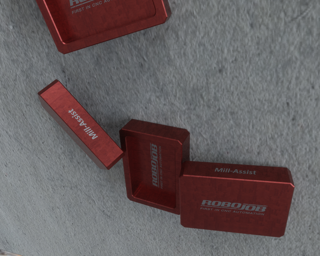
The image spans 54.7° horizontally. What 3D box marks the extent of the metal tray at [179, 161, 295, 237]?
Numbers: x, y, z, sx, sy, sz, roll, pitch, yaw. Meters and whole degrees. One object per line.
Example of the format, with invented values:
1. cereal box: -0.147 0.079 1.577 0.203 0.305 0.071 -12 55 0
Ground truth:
1. metal tray: 0.092 0.090 0.391 0.131 0.030 0.089 3 121 10

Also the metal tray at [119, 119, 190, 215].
1. metal tray: -0.006 0.056 0.439 0.090 0.030 0.129 11 123 21

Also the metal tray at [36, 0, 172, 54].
1. metal tray: -0.063 -0.140 0.328 0.130 0.030 0.090 -12 113 17

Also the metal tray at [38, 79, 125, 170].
1. metal tray: -0.110 0.001 0.430 0.130 0.030 0.090 49 162 -7
